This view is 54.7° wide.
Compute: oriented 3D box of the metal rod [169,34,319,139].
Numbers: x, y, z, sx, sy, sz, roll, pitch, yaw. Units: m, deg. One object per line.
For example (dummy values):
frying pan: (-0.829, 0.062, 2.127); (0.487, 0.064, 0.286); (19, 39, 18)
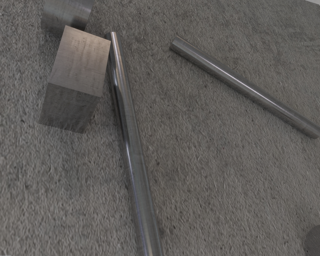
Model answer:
metal rod: (0.150, -0.066, 0.524); (0.301, 0.025, 0.025); (30, 52, -9)

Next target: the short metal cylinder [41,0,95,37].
short metal cylinder: (-0.116, -0.156, 0.401); (0.050, 0.080, 0.080); (19, 55, -18)

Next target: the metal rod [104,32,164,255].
metal rod: (-0.038, 0.003, 0.381); (0.025, 0.025, 0.299); (1, 61, -28)

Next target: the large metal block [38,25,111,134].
large metal block: (-0.096, -0.051, 0.348); (0.050, 0.080, 0.080); (15, 56, -20)

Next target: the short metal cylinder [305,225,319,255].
short metal cylinder: (0.239, 0.161, 0.399); (0.050, 0.080, 0.080); (-2, 63, -29)
